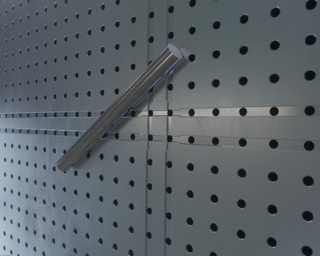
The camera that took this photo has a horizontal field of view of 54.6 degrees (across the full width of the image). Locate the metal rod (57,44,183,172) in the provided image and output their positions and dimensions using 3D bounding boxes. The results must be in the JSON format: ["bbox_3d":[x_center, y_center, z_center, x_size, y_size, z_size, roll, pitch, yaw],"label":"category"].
[{"bbox_3d":[-0.077,-0.015,0.473,0.299,0.025,0.025,-41,65,32],"label":"metal rod"}]
